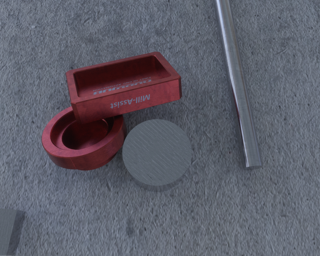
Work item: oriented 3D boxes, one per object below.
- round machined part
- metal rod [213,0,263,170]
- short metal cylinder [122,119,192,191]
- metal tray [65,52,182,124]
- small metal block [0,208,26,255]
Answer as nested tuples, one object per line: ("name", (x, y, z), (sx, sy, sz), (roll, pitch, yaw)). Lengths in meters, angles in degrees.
("round machined part", (-0.088, 0.013, 0.380), (0.098, 0.042, 0.098), (-6, 43, 6))
("metal rod", (0.105, -0.090, 0.441), (0.025, 0.025, 0.299), (-4, 70, -2))
("short metal cylinder", (-0.003, 0.035, 0.382), (0.081, 0.050, 0.080), (0, 70, 0))
("metal tray", (-0.048, -0.055, 0.395), (0.131, 0.030, 0.090), (-15, 38, -12))
("small metal block", (-0.193, 0.120, 0.363), (0.050, 0.025, 0.050), (5, 70, 1))
